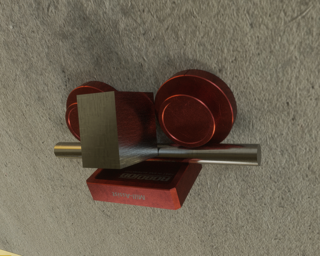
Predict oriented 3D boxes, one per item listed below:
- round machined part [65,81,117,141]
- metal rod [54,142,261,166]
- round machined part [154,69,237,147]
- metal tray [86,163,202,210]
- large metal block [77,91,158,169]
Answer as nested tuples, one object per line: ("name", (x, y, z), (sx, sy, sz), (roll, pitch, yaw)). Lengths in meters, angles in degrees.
("round machined part", (-0.092, -0.013, 0.433), (0.098, 0.042, 0.097), (13, 124, 20))
("metal rod", (-0.023, 0.032, 0.412), (0.300, 0.025, 0.025), (-1, 118, 28))
("round machined part", (0.037, -0.016, 0.366), (0.098, 0.042, 0.097), (13, 124, 20))
("metal tray", (-0.020, 0.062, 0.413), (0.130, 0.090, 0.030), (-1, 118, 28))
("large metal block", (-0.046, 0.000, 0.361), (0.050, 0.080, 0.079), (-2, 94, 28))
